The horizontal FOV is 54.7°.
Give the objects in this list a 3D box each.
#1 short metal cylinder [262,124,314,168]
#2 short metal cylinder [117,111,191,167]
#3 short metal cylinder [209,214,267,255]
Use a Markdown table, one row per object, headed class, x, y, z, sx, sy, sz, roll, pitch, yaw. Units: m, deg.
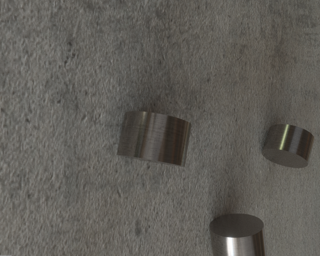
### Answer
| class | x | y | z | sx | sy | sz | roll | pitch | yaw |
| --- | --- | --- | --- | --- | --- | --- | --- | --- | --- |
| short metal cylinder | 0.235 | 0.034 | 0.570 | 0.080 | 0.080 | 0.050 | 36 | 68 | -35 |
| short metal cylinder | -0.006 | 0.014 | 0.365 | 0.081 | 0.080 | 0.050 | 17 | 80 | -39 |
| short metal cylinder | 0.119 | 0.171 | 0.472 | 0.081 | 0.080 | 0.050 | -14 | 99 | -39 |
